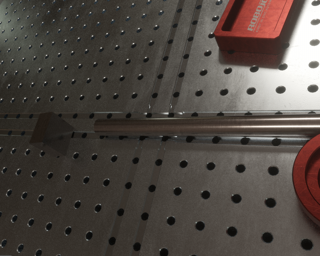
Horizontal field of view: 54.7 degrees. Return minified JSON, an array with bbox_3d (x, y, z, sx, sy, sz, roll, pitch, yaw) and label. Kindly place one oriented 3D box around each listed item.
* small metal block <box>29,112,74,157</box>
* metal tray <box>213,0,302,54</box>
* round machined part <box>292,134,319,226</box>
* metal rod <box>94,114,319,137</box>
[{"bbox_3d":[-0.162,0.011,0.468,0.025,0.050,0.050,-5,59,25],"label":"small metal block"},{"bbox_3d":[0.141,-0.166,0.431,0.090,0.030,0.130,14,69,33],"label":"metal tray"},{"bbox_3d":[0.173,0.051,0.276,0.098,0.042,0.098,-13,56,20],"label":"round machined part"},{"bbox_3d":[0.045,-0.002,0.384,0.300,0.025,0.025,0,62,27],"label":"metal rod"}]
